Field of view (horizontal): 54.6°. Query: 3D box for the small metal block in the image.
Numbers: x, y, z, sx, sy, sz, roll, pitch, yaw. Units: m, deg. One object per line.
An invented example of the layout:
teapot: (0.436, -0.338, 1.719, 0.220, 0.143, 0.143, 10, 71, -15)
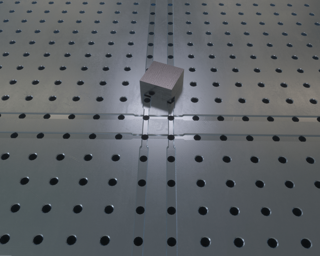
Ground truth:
small metal block: (0.003, -0.071, 0.468, 0.050, 0.025, 0.050, 18, 52, 15)
